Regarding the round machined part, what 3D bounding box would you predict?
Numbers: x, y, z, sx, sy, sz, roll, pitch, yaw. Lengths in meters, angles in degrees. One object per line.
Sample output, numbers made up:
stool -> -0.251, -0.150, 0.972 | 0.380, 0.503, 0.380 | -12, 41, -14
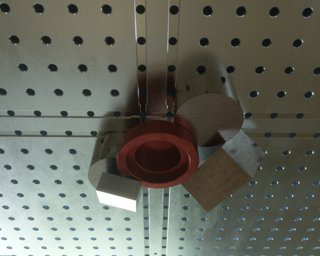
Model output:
round machined part -> -0.002, 0.028, 0.386 | 0.099, 0.042, 0.097 | 0, 130, 0

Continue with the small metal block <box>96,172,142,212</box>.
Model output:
small metal block -> -0.052, 0.083, 0.400 | 0.050, 0.025, 0.050 | 14, 149, 4

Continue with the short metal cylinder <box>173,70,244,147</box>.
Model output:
short metal cylinder -> 0.056, -0.023, 0.376 | 0.081, 0.050, 0.079 | 0, 130, 0

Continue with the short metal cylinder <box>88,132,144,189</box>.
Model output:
short metal cylinder -> -0.057, 0.052, 0.438 | 0.081, 0.050, 0.079 | 0, 130, 0

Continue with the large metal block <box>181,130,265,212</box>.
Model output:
large metal block -> 0.085, 0.053, 0.413 | 0.050, 0.080, 0.080 | 46, 122, 7
